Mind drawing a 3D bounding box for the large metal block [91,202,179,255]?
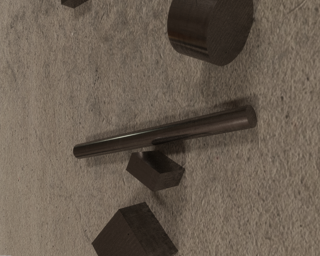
[{"bbox_3d":[-0.036,0.160,0.416,0.080,0.050,0.080,51,120,27],"label":"large metal block"}]

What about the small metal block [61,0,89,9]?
[{"bbox_3d":[-0.142,-0.236,0.519,0.050,0.025,0.050,-8,85,39],"label":"small metal block"}]

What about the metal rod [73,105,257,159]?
[{"bbox_3d":[-0.018,0.013,0.418,0.300,0.025,0.025,-13,82,39],"label":"metal rod"}]

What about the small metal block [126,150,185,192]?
[{"bbox_3d":[-0.005,0.052,0.391,0.050,0.050,0.025,32,110,35],"label":"small metal block"}]

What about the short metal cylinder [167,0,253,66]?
[{"bbox_3d":[0.054,-0.110,0.324,0.050,0.081,0.079,28,108,36],"label":"short metal cylinder"}]
